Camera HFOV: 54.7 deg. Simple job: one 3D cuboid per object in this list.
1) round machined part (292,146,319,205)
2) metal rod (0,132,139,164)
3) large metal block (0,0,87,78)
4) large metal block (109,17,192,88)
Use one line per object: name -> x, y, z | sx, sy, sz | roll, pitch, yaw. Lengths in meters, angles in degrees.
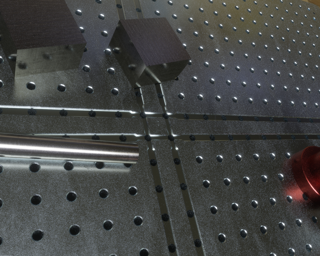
round machined part -> 0.265, 0.072, 0.496 | 0.099, 0.042, 0.098 | 14, 56, -21
metal rod -> -0.166, 0.016, 0.308 | 0.302, 0.025, 0.025 | 6, 59, -25
large metal block -> -0.149, -0.115, 0.382 | 0.081, 0.050, 0.080 | -18, 71, -35
large metal block -> -0.015, -0.111, 0.452 | 0.081, 0.050, 0.080 | -18, 71, -35
